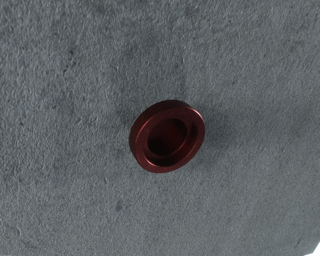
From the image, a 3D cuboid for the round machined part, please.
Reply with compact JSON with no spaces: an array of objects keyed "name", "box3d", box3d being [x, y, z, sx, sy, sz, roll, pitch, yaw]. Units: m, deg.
[{"name":"round machined part","box3d":[0.006,0.007,0.403,0.099,0.042,0.097,-14,124,-21]}]
